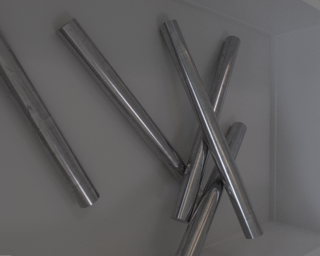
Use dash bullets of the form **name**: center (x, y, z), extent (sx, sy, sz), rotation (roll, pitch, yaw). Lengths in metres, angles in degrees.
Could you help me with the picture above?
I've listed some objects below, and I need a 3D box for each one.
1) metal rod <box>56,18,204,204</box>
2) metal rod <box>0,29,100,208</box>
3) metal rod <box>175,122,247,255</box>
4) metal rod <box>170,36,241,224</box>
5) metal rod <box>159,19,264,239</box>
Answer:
- **metal rod**: center (-0.018, -0.002, 0.391), extent (0.025, 0.025, 0.300), rotation (-52, 121, -27)
- **metal rod**: center (-0.138, -0.047, 0.290), extent (0.025, 0.025, 0.299), rotation (-39, 114, -33)
- **metal rod**: center (0.071, 0.084, 0.411), extent (0.025, 0.025, 0.301), rotation (61, 39, -22)
- **metal rod**: center (0.072, -0.014, 0.445), extent (0.025, 0.025, 0.300), rotation (38, 61, -34)
- **metal rod**: center (0.066, -0.001, 0.408), extent (0.025, 0.025, 0.299), rotation (-19, 86, -38)
